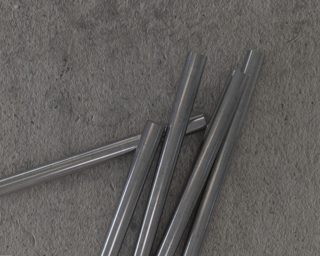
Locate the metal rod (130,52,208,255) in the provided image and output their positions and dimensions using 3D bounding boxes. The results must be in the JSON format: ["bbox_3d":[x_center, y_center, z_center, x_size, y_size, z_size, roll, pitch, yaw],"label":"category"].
[{"bbox_3d":[0.005,0.055,0.390,0.025,0.025,0.298,16,98,0],"label":"metal rod"}]

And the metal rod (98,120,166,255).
[{"bbox_3d":[-0.056,0.133,0.395,0.025,0.025,0.298,20,95,0],"label":"metal rod"}]

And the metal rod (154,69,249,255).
[{"bbox_3d":[0.045,0.069,0.400,0.025,0.025,0.298,22,94,0],"label":"metal rod"}]

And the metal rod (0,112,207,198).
[{"bbox_3d":[-0.085,0.038,0.409,0.302,0.025,0.025,-18,90,0],"label":"metal rod"}]

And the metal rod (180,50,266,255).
[{"bbox_3d":[0.081,0.044,0.410,0.025,0.025,0.299,18,90,0],"label":"metal rod"}]
